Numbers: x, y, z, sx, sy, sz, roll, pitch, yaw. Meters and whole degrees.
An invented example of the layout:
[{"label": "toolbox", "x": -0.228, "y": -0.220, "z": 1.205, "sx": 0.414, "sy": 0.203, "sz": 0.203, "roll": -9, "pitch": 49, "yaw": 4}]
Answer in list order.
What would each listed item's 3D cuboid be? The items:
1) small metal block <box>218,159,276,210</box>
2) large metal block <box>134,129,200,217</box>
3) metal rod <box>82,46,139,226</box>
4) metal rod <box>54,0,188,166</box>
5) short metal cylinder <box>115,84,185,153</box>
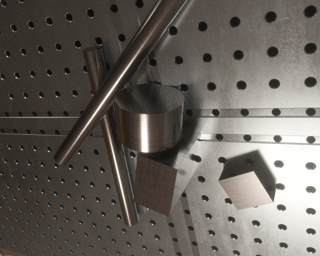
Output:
[{"label": "small metal block", "x": 0.112, "y": 0.074, "z": 0.397, "sx": 0.050, "sy": 0.025, "sz": 0.050, "roll": -25, "pitch": 105, "yaw": 36}, {"label": "large metal block", "x": 0.009, "y": 0.051, "z": 0.401, "sx": 0.050, "sy": 0.080, "sz": 0.079, "roll": 19, "pitch": 126, "yaw": 17}, {"label": "metal rod", "x": -0.067, "y": 0.030, "z": 0.463, "sx": 0.025, "sy": 0.025, "sz": 0.298, "roll": 6, "pitch": 121, "yaw": 25}, {"label": "metal rod", "x": -0.060, "y": -0.050, "z": 0.384, "sx": 0.025, "sy": 0.025, "sz": 0.298, "roll": 41, "pitch": 121, "yaw": -1}, {"label": "short metal cylinder", "x": -0.012, "y": -0.014, "z": 0.372, "sx": 0.080, "sy": 0.080, "sz": 0.050, "roll": 13, "pitch": 124, "yaw": 20}]
